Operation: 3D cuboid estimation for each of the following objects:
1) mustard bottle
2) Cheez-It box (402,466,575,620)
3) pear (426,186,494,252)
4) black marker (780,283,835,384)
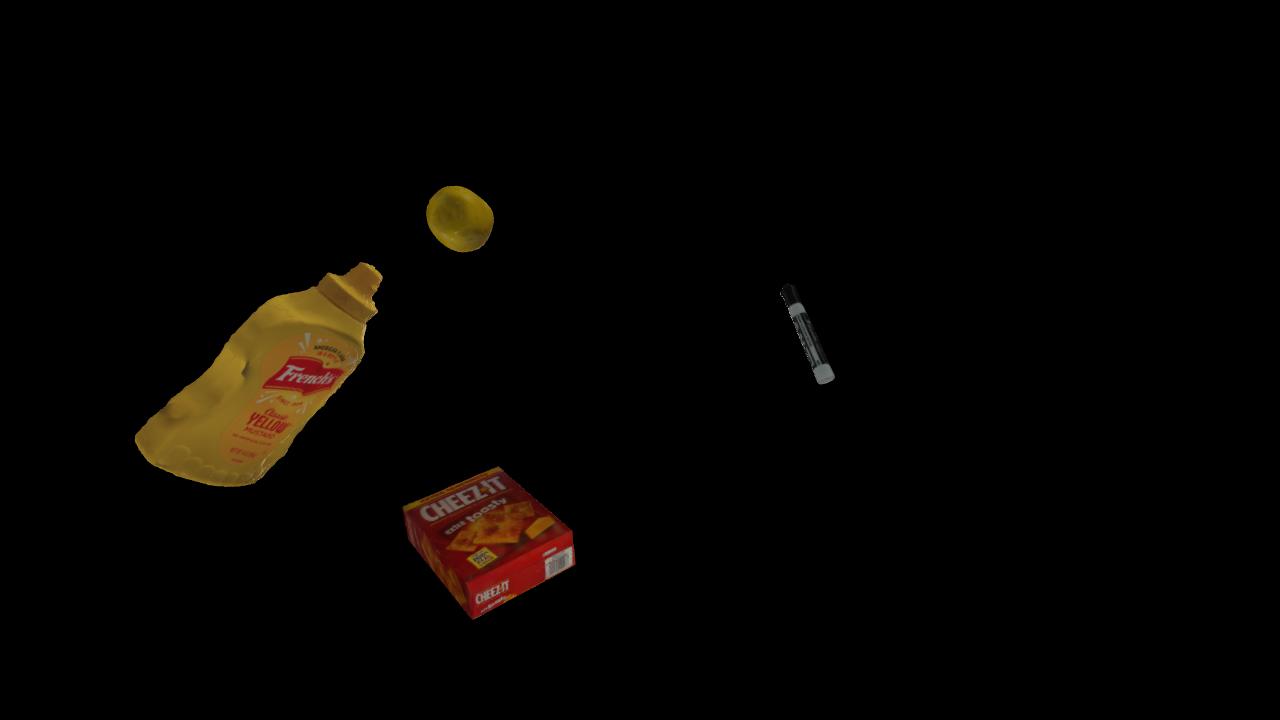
[{"bbox_3d":[-0.252,0.003,0.439,0.054,0.184,0.092,36,-7,28],"label":"mustard bottle"},{"bbox_3d":[-0.224,0.255,0.901,0.166,0.071,0.223,-18,28,-36],"label":"Cheez-It box"},{"bbox_3d":[-0.212,-0.171,0.764,0.080,0.080,0.111,0,4,13],"label":"pear"},{"bbox_3d":[0.179,-0.031,0.664,0.020,0.121,0.020,-13,-25,-6],"label":"black marker"}]
